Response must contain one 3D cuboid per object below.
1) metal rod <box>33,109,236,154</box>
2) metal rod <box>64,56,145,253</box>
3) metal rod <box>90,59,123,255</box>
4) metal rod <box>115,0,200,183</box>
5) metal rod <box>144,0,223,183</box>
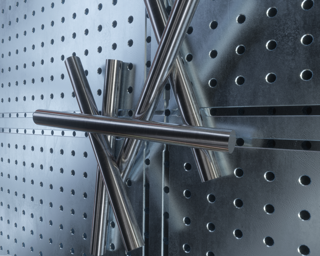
[{"bbox_3d":[-0.054,-0.001,0.397,0.300,0.025,0.025,7,95,30],"label":"metal rod"},{"bbox_3d":[-0.085,0.022,0.441,0.025,0.025,0.299,-37,65,33],"label":"metal rod"},{"bbox_3d":[-0.083,0.047,0.475,0.025,0.025,0.298,9,96,39],"label":"metal rod"},{"bbox_3d":[-0.009,-0.047,0.386,0.025,0.025,0.298,42,124,31],"label":"metal rod"},{"bbox_3d":[0.018,-0.080,0.392,0.025,0.025,0.299,-27,73,36],"label":"metal rod"}]
